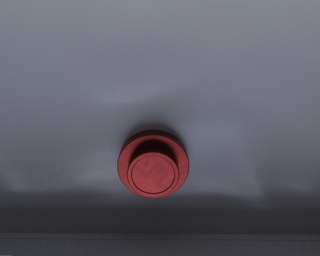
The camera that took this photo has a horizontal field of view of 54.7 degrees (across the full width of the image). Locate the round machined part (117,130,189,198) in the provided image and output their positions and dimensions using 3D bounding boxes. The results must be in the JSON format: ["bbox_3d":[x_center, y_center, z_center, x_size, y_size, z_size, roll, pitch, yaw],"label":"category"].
[{"bbox_3d":[-0.009,0.055,0.422,0.099,0.042,0.097,0,110,-1],"label":"round machined part"}]
